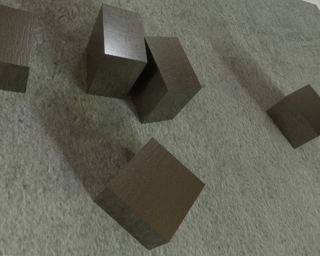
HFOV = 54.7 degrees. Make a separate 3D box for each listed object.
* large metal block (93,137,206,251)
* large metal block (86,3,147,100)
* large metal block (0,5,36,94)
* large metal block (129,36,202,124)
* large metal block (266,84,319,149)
[{"bbox_3d":[-0.010,0.071,0.340,0.080,0.050,0.080,42,51,0],"label":"large metal block"},{"bbox_3d":[-0.059,-0.094,0.396,0.050,0.080,0.080,6,59,-25],"label":"large metal block"},{"bbox_3d":[-0.186,-0.091,0.343,0.081,0.050,0.080,8,58,-25],"label":"large metal block"},{"bbox_3d":[-0.001,-0.062,0.407,0.050,0.080,0.080,-9,67,-33],"label":"large metal block"},{"bbox_3d":[0.247,-0.021,0.537,0.081,0.050,0.080,-24,75,-37],"label":"large metal block"}]
